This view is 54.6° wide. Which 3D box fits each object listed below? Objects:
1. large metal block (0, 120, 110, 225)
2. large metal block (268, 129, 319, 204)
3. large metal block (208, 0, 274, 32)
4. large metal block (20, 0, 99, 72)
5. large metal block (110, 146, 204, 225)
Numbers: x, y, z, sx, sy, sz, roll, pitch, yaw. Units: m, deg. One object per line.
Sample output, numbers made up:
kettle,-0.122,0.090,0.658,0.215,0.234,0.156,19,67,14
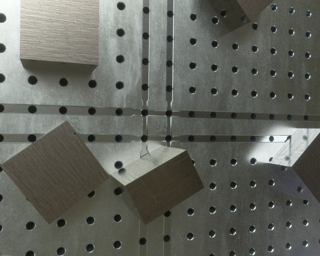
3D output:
large metal block,-0.118,0.047,0.356,0.080,0.050,0.080,-37,102,-16
large metal block,0.232,0.057,0.484,0.080,0.050,0.080,-45,104,-14
large metal block,0.117,-0.200,0.442,0.080,0.050,0.080,-44,104,-15
large metal block,-0.115,-0.111,0.357,0.081,0.050,0.080,1,90,-20
large metal block,-0.006,0.065,0.381,0.080,0.080,0.050,-28,100,-18
